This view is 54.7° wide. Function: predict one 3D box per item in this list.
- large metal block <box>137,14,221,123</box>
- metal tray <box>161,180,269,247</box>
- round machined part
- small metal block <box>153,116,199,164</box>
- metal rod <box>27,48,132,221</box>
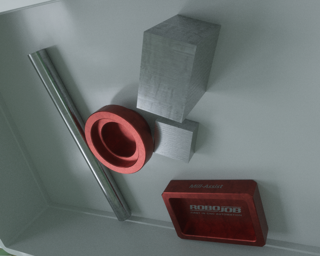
[{"bbox_3d":[0.020,-0.064,0.322,0.050,0.080,0.079,20,126,16],"label":"large metal block"},{"bbox_3d":[0.076,0.118,0.437,0.130,0.030,0.090,-6,116,30],"label":"metal tray"},{"bbox_3d":[-0.051,0.011,0.428,0.098,0.042,0.097,15,125,23],"label":"round machined part"},{"bbox_3d":[0.020,0.013,0.405,0.050,0.025,0.050,17,125,18],"label":"small metal block"},{"bbox_3d":[-0.117,0.023,0.481,0.025,0.025,0.299,-11,113,32],"label":"metal rod"}]
